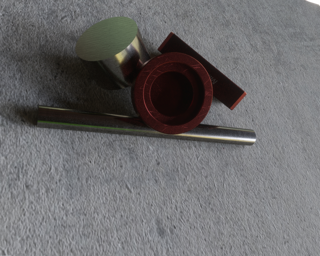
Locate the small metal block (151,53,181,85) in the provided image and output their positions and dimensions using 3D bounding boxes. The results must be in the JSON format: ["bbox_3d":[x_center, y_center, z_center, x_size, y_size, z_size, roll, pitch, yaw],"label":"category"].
[{"bbox_3d":[-0.002,-0.069,0.428,0.050,0.050,0.025,21,54,-16],"label":"small metal block"}]

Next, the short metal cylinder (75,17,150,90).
[{"bbox_3d":[-0.058,-0.094,0.390,0.080,0.050,0.080,-10,52,13],"label":"short metal cylinder"}]

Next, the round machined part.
[{"bbox_3d":[0.012,-0.043,0.387,0.099,0.042,0.097,-2,97,-16],"label":"round machined part"}]

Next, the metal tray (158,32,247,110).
[{"bbox_3d":[0.061,-0.083,0.452,0.130,0.030,0.090,39,13,-2],"label":"metal tray"}]

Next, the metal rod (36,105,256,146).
[{"bbox_3d":[0.001,0.001,0.405,0.302,0.025,0.025,6,59,-25],"label":"metal rod"}]
